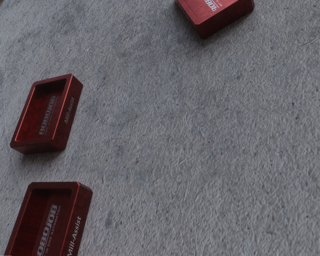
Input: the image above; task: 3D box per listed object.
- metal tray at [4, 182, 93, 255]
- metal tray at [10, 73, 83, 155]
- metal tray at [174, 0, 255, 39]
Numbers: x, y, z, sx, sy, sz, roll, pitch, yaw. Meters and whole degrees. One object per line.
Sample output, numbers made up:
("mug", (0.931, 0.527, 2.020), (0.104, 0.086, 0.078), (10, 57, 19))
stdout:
("metal tray", (-0.144, 0.135, 0.393), (0.090, 0.030, 0.130), (-5, 59, 25))
("metal tray", (-0.185, -0.024, 0.512), (0.090, 0.030, 0.130), (-7, 58, 24))
("metal tray", (0.076, -0.207, 0.487), (0.090, 0.030, 0.130), (-30, 52, 9))
